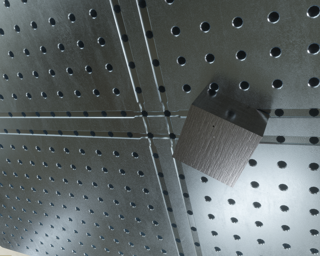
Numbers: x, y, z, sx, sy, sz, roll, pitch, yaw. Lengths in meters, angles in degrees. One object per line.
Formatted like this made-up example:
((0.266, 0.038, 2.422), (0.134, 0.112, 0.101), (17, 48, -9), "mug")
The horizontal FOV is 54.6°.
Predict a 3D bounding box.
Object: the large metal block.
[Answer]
((0.070, 0.010, 0.365), (0.080, 0.050, 0.079), (26, 128, 12), "large metal block")
